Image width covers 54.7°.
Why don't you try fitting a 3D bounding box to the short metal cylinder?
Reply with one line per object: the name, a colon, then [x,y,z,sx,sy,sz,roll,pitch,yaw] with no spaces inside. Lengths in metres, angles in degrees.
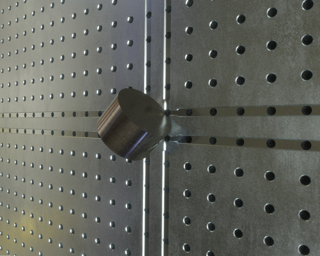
short metal cylinder: [-0.033,-0.005,0.398,0.050,0.081,0.080,-48,62,29]
